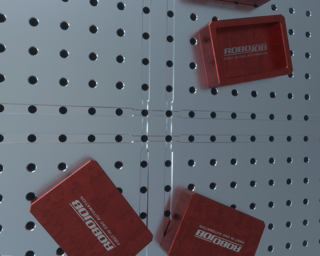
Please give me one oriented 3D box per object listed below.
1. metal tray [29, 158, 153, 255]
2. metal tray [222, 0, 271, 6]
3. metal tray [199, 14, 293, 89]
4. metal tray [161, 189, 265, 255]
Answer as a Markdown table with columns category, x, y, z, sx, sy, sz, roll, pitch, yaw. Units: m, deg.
| category | x | y | z | sx | sy | sz | roll | pitch | yaw |
| --- | --- | --- | --- | --- | --- | --- | --- | --- | --- |
| metal tray | -0.081 | 0.114 | 0.380 | 0.090 | 0.030 | 0.130 | -38 | 102 | -16 |
| metal tray | 0.104 | -0.233 | 0.447 | 0.131 | 0.030 | 0.090 | 0 | 90 | -20 |
| metal tray | 0.129 | -0.113 | 0.456 | 0.131 | 0.030 | 0.090 | -12 | 94 | -20 |
| metal tray | 0.077 | 0.152 | 0.438 | 0.131 | 0.030 | 0.090 | 26 | 81 | -18 |
